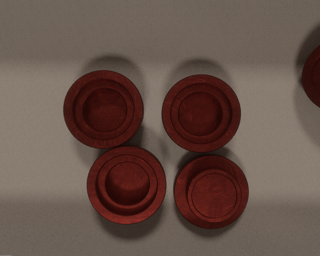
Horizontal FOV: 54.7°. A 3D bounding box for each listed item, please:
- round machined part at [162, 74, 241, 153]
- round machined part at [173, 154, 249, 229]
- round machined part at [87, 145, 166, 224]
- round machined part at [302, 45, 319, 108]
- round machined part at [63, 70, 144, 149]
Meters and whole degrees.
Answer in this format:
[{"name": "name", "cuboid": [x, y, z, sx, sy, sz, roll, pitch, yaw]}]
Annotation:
[{"name": "round machined part", "cuboid": [0.051, -0.018, 0.404, 0.099, 0.042, 0.097, 0, 90, -1]}, {"name": "round machined part", "cuboid": [0.067, 0.084, 0.404, 0.099, 0.042, 0.097, 0, 90, -1]}, {"name": "round machined part", "cuboid": [-0.041, 0.070, 0.402, 0.099, 0.042, 0.097, 0, 90, -1]}, {"name": "round machined part", "cuboid": [0.236, -0.065, 0.391, 0.098, 0.042, 0.097, -1, 87, 33]}, {"name": "round machined part", "cuboid": [-0.070, -0.022, 0.401, 0.099, 0.042, 0.097, 0, 88, 0]}]
